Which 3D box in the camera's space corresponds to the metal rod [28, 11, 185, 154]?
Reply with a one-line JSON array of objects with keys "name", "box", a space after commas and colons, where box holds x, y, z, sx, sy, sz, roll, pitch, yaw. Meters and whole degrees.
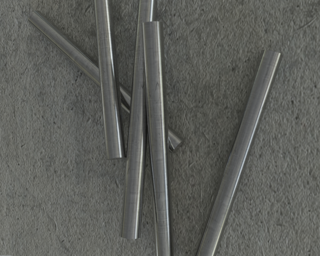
[{"name": "metal rod", "box": [-0.084, -0.073, 0.438, 0.300, 0.025, 0.025, 42, 103, 15]}]

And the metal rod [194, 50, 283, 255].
[{"name": "metal rod", "box": [0.089, 0.055, 0.377, 0.025, 0.025, 0.298, 19, 96, 19]}]

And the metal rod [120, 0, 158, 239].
[{"name": "metal rod", "box": [-0.026, -0.017, 0.390, 0.025, 0.025, 0.298, 2, 85, 20]}]

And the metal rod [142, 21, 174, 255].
[{"name": "metal rod", "box": [-0.001, 0.025, 0.383, 0.025, 0.025, 0.298, 0, 100, 20]}]

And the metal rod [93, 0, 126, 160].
[{"name": "metal rod", "box": [-0.071, -0.107, 0.414, 0.025, 0.025, 0.299, -10, 79, 20]}]
